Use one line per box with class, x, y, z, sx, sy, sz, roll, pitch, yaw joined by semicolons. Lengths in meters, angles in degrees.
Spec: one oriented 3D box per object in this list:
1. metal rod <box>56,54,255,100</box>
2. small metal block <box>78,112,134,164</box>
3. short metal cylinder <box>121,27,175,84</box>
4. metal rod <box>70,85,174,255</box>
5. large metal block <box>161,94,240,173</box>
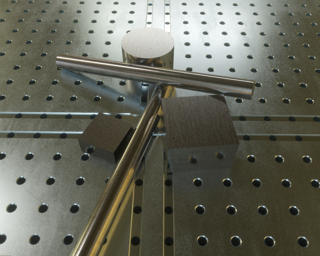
metal rod;-0.020;-0.077;0.443;0.301;0.025;0.025;12;51;21
small metal block;-0.067;0.012;0.397;0.050;0.025;0.050;19;52;15
short metal cylinder;-0.018;-0.114;0.487;0.081;0.050;0.080;0;50;0
metal rod;-0.033;0.032;0.380;0.025;0.025;0.300;15;51;12
large metal block;0.045;0.006;0.387;0.081;0.050;0.080;-4;50;-4
